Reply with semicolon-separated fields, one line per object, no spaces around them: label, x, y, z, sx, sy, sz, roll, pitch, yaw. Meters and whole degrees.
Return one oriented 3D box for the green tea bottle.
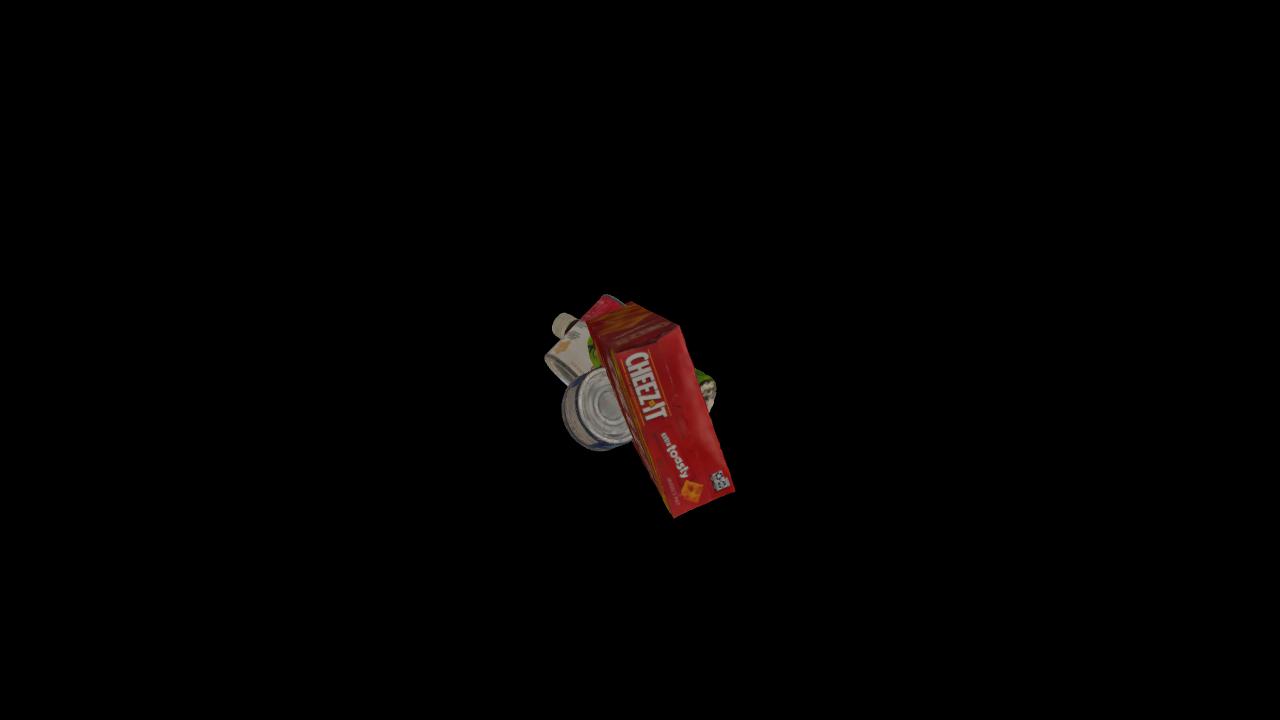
green tea bottle;-0.016;0.003;0.687;0.212;0.073;0.073;32;18;31

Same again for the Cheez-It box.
Cheez-It box;0.011;0.036;0.630;0.071;0.166;0.223;-23;15;-6

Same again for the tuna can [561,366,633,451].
tuna can;-0.036;0.050;0.632;0.084;0.084;0.034;0;-16;-35

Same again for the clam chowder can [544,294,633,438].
clam chowder can;-0.052;-0.017;0.707;0.068;0.102;0.068;38;-17;14
